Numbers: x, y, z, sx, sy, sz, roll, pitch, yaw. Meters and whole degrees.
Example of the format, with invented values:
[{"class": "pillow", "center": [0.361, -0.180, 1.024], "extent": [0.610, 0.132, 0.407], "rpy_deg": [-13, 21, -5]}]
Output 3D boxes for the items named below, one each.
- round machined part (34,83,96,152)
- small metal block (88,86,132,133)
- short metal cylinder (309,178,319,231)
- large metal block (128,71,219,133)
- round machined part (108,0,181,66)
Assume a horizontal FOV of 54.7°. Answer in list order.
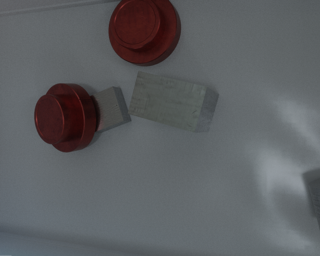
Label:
[{"class": "round machined part", "center": [-0.138, -0.014, 0.433], "extent": [0.098, 0.042, 0.097], "rpy_deg": [6, 99, 36]}, {"class": "small metal block", "center": [-0.074, -0.025, 0.436], "extent": [0.050, 0.025, 0.050], "rpy_deg": [-21, 83, 18]}, {"class": "short metal cylinder", "center": [0.199, 0.076, 0.312], "extent": [0.080, 0.080, 0.050], "rpy_deg": [-13, 86, 19]}, {"class": "large metal block", "center": [0.020, -0.030, 0.374], "extent": [0.080, 0.080, 0.050], "rpy_deg": [16, 96, 19]}, {"class": "round machined part", "center": [-0.025, -0.134, 0.409], "extent": [0.098, 0.042, 0.097], "rpy_deg": [0, 90, 19]}]
